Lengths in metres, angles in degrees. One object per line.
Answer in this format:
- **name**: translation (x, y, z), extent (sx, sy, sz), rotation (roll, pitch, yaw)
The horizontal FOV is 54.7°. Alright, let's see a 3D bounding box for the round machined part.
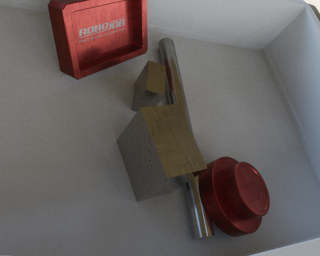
- **round machined part**: translation (0.099, 0.081, 0.384), extent (0.098, 0.042, 0.098), rotation (26, 48, -33)

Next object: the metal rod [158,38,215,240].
- **metal rod**: translation (0.030, -0.004, 0.426), extent (0.025, 0.025, 0.299), rotation (6, 59, -26)

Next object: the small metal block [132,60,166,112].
- **small metal block**: translation (-0.015, -0.053, 0.415), extent (0.025, 0.050, 0.050), rotation (16, 55, -20)

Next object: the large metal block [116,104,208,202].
- **large metal block**: translation (-0.002, 0.029, 0.353), extent (0.050, 0.080, 0.080), rotation (-8, 66, -32)

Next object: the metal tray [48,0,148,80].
- **metal tray**: translation (-0.072, -0.127, 0.402), extent (0.030, 0.089, 0.131), rotation (27, 42, 33)
